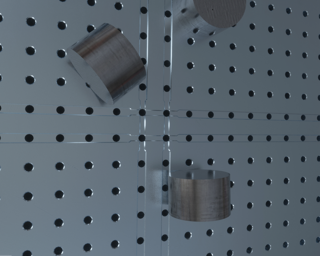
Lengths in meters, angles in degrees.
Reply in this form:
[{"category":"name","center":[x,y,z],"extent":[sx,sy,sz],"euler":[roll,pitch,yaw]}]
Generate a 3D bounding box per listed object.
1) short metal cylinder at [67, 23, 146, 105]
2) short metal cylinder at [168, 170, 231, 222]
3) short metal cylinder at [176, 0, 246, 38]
[{"category":"short metal cylinder","center":[-0.062,-0.073,0.361],"extent":[0.050,0.080,0.080],"euler":[-42,104,-15]},{"category":"short metal cylinder","center":[0.051,0.085,0.404],"extent":[0.081,0.080,0.050],"euler":[-1,91,-20]},{"category":"short metal cylinder","center":[0.070,-0.170,0.426],"extent":[0.081,0.050,0.079],"euler":[0,90,-21]}]
